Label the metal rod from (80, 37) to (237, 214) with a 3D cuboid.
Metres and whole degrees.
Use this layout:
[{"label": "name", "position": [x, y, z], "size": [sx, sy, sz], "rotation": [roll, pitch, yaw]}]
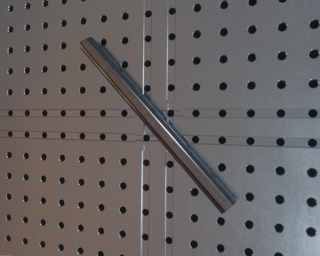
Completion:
[{"label": "metal rod", "position": [-0.010, -0.012, 0.417], "size": [0.025, 0.025, 0.300], "rotation": [-44, 76, 15]}]
